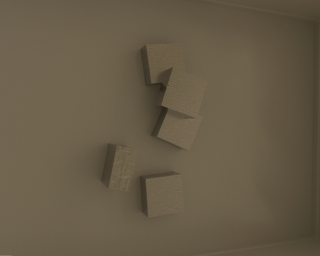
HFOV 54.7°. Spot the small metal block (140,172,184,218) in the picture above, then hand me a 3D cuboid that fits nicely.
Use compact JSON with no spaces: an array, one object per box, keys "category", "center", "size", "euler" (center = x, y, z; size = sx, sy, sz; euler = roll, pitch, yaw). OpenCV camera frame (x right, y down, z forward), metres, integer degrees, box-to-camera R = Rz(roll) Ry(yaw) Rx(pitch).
[{"category":"small metal block","center":[0.003,0.088,0.413],"size":[0.050,0.025,0.050],"euler":[-4,92,-20]}]

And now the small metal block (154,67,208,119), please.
[{"category":"small metal block","center":[0.027,-0.043,0.395],"size":[0.050,0.025,0.050],"euler":[19,84,-20]}]

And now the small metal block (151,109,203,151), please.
[{"category":"small metal block","center":[0.023,-0.002,0.420],"size":[0.050,0.025,0.050],"euler":[25,82,-19]}]

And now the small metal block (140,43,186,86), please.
[{"category":"small metal block","center":[0.005,-0.085,0.413],"size":[0.050,0.025,0.050],"euler":[-9,93,-20]}]

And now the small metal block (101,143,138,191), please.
[{"category":"small metal block","center":[-0.051,0.047,0.379],"size":[0.025,0.050,0.050],"euler":[12,86,-20]}]
